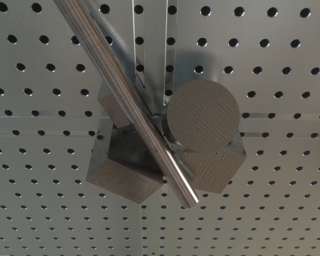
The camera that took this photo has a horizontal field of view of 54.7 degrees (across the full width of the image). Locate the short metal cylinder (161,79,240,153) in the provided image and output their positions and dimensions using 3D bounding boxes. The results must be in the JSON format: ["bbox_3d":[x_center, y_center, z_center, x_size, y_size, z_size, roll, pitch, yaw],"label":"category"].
[{"bbox_3d":[0.044,-0.011,0.358,0.081,0.080,0.050,7,173,-6],"label":"short metal cylinder"}]

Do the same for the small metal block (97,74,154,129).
[{"bbox_3d":[-0.041,-0.032,0.384,0.050,0.025,0.050,-19,128,15],"label":"small metal block"}]

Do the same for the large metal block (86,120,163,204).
[{"bbox_3d":[-0.043,0.041,0.410,0.080,0.080,0.050,30,124,-23],"label":"large metal block"}]

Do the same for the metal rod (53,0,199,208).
[{"bbox_3d":[-0.028,-0.019,0.355,0.025,0.025,0.299,-22,116,17],"label":"metal rod"}]

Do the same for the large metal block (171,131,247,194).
[{"bbox_3d":[0.061,0.041,0.430,0.081,0.050,0.079,13,129,-12],"label":"large metal block"}]
